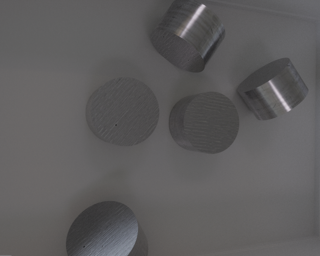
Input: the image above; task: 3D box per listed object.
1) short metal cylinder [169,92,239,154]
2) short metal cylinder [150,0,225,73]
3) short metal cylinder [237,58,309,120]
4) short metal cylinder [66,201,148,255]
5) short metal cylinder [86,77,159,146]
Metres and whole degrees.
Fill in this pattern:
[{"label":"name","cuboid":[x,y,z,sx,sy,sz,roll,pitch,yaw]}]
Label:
[{"label":"short metal cylinder","cuboid":[0.058,-0.007,0.419,0.081,0.050,0.080,0,90,-20]},{"label":"short metal cylinder","cuboid":[0.035,-0.115,0.394,0.080,0.080,0.050,36,79,-17]},{"label":"short metal cylinder","cuboid":[0.159,-0.055,0.439,0.080,0.080,0.050,-41,103,-15]},{"label":"short metal cylinder","cuboid":[-0.058,0.131,0.353,0.080,0.080,0.050,-33,137,-17]},{"label":"short metal cylinder","cuboid":[-0.047,-0.019,0.380,0.081,0.050,0.080,0,90,-20]}]
